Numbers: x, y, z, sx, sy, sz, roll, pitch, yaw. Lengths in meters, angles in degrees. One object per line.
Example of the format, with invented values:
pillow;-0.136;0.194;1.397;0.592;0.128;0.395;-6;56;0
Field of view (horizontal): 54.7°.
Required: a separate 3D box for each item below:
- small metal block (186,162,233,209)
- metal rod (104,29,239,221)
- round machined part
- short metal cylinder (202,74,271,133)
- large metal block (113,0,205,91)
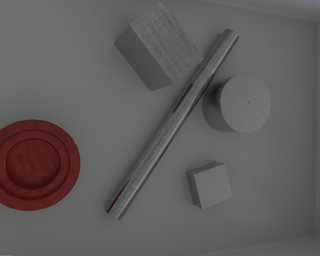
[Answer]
small metal block;0.070;0.080;0.438;0.050;0.025;0.050;-16;96;-20
metal rod;0.022;-0.013;0.419;0.025;0.025;0.300;37;78;-17
round machined part;-0.142;0.039;0.349;0.099;0.042;0.097;0;90;-21
short metal cylinder;0.107;-0.033;0.438;0.081;0.050;0.079;0;90;-21
large metal block;-0.004;-0.095;0.380;0.050;0.080;0.080;-42;104;-15
